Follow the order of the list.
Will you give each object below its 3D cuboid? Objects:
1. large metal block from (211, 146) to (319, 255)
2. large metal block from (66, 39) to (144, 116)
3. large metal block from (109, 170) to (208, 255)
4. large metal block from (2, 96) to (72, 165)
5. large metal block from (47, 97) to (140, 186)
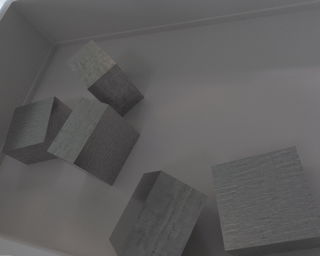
[{"bbox_3d":[0.100,0.072,0.293,0.080,0.050,0.080,-17,55,18],"label":"large metal block"},{"bbox_3d":[-0.080,-0.071,0.456,0.050,0.080,0.080,-43,51,-1],"label":"large metal block"},{"bbox_3d":[-0.005,0.091,0.309,0.050,0.080,0.080,30,74,-8],"label":"large metal block"},{"bbox_3d":[-0.187,0.005,0.485,0.080,0.050,0.080,-13,56,21],"label":"large metal block"},{"bbox_3d":[-0.082,0.019,0.402,0.050,0.080,0.080,16,70,34],"label":"large metal block"}]
